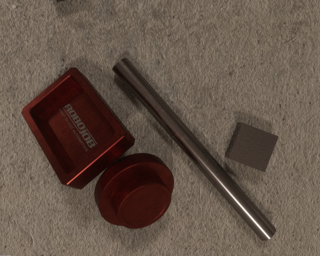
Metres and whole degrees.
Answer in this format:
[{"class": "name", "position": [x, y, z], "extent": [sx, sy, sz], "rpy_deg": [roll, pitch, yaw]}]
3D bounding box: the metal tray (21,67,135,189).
[{"class": "metal tray", "position": [-0.102, -0.003, 0.376], "extent": [0.090, 0.030, 0.130], "rpy_deg": [-41, 62, -1]}]

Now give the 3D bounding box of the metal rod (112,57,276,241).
[{"class": "metal rod", "position": [0.045, 0.028, 0.410], "extent": [0.025, 0.025, 0.300], "rpy_deg": [-41, 91, 0]}]

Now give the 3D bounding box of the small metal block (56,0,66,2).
[{"class": "small metal block", "position": [-0.121, -0.201, 0.408], "extent": [0.050, 0.025, 0.050], "rpy_deg": [-15, 90, -1]}]

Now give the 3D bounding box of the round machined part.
[{"class": "round machined part", "position": [-0.026, 0.083, 0.376], "extent": [0.099, 0.042, 0.097], "rpy_deg": [-15, 125, -22]}]

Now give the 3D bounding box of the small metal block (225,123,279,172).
[{"class": "small metal block", "position": [0.121, 0.025, 0.412], "extent": [0.050, 0.025, 0.050], "rpy_deg": [21, 90, -1]}]
